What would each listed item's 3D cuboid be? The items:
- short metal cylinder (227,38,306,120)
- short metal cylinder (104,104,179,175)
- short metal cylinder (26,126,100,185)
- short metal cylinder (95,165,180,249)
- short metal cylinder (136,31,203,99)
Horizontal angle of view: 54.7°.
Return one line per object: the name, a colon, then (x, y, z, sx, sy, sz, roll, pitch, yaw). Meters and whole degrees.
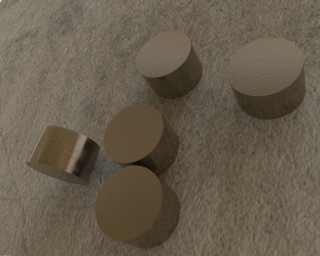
short metal cylinder: (0.123, -0.056, 0.358, 0.080, 0.050, 0.080, -13, 56, 20)
short metal cylinder: (-0.022, 0.017, 0.388, 0.080, 0.050, 0.080, -13, 56, 20)
short metal cylinder: (-0.126, 0.038, 0.410, 0.080, 0.080, 0.050, 3, 64, 29)
short metal cylinder: (-0.024, 0.088, 0.345, 0.080, 0.050, 0.080, -13, 56, 20)
short metal cylinder: (0.014, -0.088, 0.434, 0.080, 0.050, 0.080, -13, 56, 20)
